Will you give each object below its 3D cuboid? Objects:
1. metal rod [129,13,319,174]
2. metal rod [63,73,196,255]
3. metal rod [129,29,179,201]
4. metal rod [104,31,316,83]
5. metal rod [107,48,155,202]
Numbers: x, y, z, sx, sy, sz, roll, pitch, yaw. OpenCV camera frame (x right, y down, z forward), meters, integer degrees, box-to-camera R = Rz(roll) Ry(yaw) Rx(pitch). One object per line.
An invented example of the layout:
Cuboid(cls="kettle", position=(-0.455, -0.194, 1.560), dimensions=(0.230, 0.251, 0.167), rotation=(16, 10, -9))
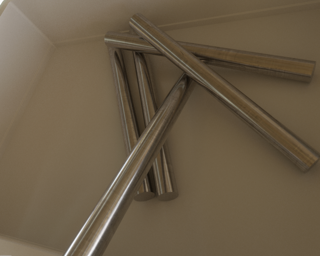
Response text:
Cuboid(cls="metal rod", position=(0.059, -0.059, 0.375), dimensions=(0.025, 0.025, 0.300), rotation=(-43, 62, -2))
Cuboid(cls="metal rod", position=(-0.008, 0.012, 0.323), dimensions=(0.025, 0.025, 0.301), rotation=(-1, 36, 27))
Cuboid(cls="metal rod", position=(-0.015, -0.042, 0.438), dimensions=(0.025, 0.025, 0.299), rotation=(-22, 54, 15))
Cuboid(cls="metal rod", position=(0.047, -0.103, 0.423), dimensions=(0.300, 0.025, 0.025), rotation=(17, 71, 28))
Cuboid(cls="metal rod", position=(-0.050, -0.036, 0.452), dimensions=(0.025, 0.025, 0.299), rotation=(-25, 53, 13))
